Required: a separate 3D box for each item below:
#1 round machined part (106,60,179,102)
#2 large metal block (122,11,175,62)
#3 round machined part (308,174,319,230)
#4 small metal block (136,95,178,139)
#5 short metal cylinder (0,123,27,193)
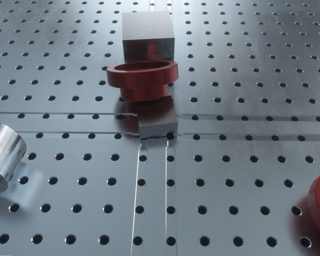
[{"bbox_3d":[-0.023,-0.067,0.435,0.099,0.042,0.098,-4,21,2],"label":"round machined part"},{"bbox_3d":[-0.021,-0.151,0.518,0.081,0.050,0.080,-4,50,-3],"label":"large metal block"},{"bbox_3d":[0.205,0.088,0.324,0.099,0.042,0.098,0,50,0],"label":"round machined part"},{"bbox_3d":[-0.005,-0.016,0.420,0.050,0.025,0.050,-7,50,-6],"label":"small metal block"},{"bbox_3d":[-0.199,0.031,0.344,0.080,0.080,0.050,6,50,5],"label":"short metal cylinder"}]
